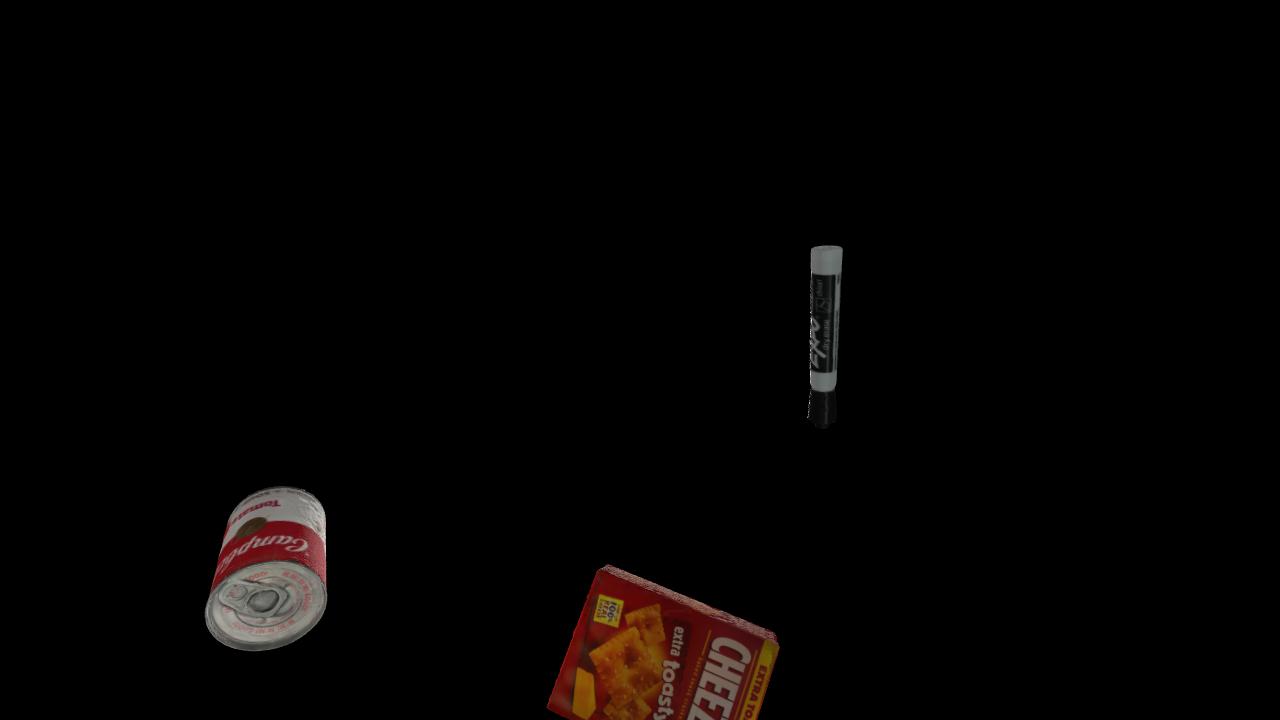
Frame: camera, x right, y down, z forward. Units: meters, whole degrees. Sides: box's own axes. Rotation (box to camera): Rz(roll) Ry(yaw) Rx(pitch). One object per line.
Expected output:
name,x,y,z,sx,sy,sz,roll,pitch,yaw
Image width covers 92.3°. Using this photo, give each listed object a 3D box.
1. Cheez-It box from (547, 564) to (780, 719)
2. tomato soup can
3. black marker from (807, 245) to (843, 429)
Cheez-It box,0.027,0.357,0.706,0.223,0.166,0.071,19,-8,11
tomato soup can,-0.257,0.141,0.432,0.068,0.068,0.101,0,18,-27
black marker,0.119,-0.012,0.397,0.020,0.121,0.020,-4,19,1
